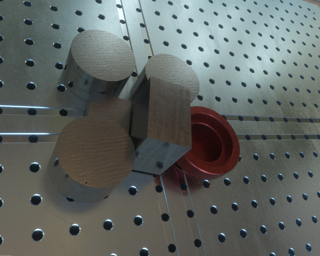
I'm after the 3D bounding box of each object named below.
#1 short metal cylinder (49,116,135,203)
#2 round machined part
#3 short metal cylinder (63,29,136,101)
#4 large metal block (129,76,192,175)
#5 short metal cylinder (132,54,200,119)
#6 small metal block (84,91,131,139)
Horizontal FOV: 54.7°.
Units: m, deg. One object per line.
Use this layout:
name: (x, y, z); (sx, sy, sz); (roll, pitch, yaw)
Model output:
short metal cylinder: (-0.073, 0.034, 0.332); (0.081, 0.050, 0.080); (14, 56, -21)
round machined part: (0.053, 0.023, 0.411); (0.099, 0.042, 0.098); (14, 56, -21)
short metal cylinder: (-0.078, -0.078, 0.397); (0.081, 0.050, 0.080); (14, 56, -21)
large metal block: (-0.005, 0.000, 0.366); (0.050, 0.080, 0.080); (15, 56, -20)
short metal cylinder: (0.008, -0.055, 0.429); (0.081, 0.050, 0.080); (14, 56, -21)
small metal block: (-0.065, -0.012, 0.380); (0.050, 0.025, 0.050); (14, 56, -21)
